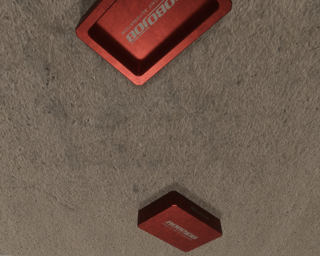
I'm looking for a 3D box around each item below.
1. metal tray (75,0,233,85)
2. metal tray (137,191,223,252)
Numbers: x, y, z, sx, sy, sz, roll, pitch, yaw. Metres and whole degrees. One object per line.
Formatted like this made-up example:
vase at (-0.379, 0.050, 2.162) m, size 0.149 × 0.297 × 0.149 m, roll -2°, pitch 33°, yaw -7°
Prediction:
metal tray at (-0.008, -0.113, 0.307) m, size 0.130 × 0.030 × 0.090 m, roll -36°, pitch 122°, yaw 26°
metal tray at (0.036, 0.169, 0.549) m, size 0.090 × 0.030 × 0.130 m, roll -37°, pitch 122°, yaw 26°
